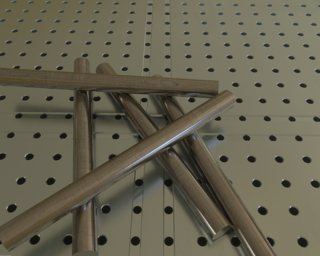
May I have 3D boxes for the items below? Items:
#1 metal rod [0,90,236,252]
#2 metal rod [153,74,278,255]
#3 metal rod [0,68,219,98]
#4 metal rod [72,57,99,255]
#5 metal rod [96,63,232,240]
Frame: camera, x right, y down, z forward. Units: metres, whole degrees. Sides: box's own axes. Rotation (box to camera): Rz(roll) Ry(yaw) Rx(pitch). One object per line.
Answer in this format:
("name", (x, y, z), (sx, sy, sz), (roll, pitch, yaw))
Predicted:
("metal rod", (-0.027, 0.032, 0.347), (0.302, 0.025, 0.025), (-31, 57, -24))
("metal rod", (0.051, 0.035, 0.378), (0.025, 0.025, 0.300), (-18, 52, -15))
("metal rod", (-0.072, -0.062, 0.426), (0.302, 0.025, 0.025), (4, 50, 2))
("metal rod", (-0.098, 0.011, 0.396), (0.025, 0.025, 0.300), (-7, 50, -7))
("metal rod", (-0.012, 0.008, 0.400), (0.025, 0.025, 0.300), (-24, 54, -19))
